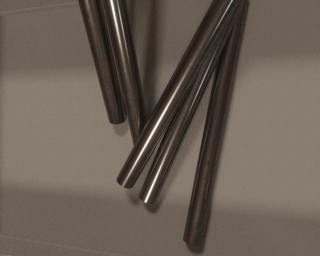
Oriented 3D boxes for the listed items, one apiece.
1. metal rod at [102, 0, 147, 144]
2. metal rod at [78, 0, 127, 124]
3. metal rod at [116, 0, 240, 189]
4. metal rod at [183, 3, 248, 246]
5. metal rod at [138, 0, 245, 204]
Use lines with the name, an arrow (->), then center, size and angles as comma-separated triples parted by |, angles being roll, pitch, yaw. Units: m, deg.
metal rod -> -0.043, -0.105, 0.346 | 0.025, 0.025, 0.298 | 3, 122, 20
metal rod -> -0.076, -0.132, 0.346 | 0.025, 0.025, 0.298 | 7, 128, 19
metal rod -> 0.022, -0.050, 0.361 | 0.025, 0.025, 0.298 | 35, 111, 16
metal rod -> 0.068, -0.002, 0.385 | 0.025, 0.025, 0.298 | 12, 94, 19
metal rod -> 0.039, -0.039, 0.380 | 0.025, 0.025, 0.298 | 27, 105, 17
